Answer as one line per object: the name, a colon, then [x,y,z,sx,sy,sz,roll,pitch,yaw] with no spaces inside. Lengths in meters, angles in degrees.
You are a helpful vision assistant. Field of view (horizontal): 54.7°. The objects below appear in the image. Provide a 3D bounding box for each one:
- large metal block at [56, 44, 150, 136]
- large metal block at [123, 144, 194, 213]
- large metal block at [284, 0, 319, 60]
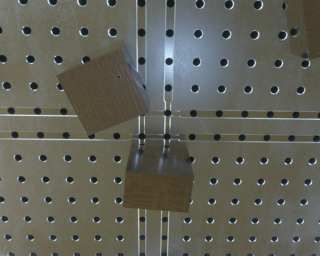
large metal block: [-0.065,-0.047,0.382,0.080,0.050,0.080,-21,109,7]
large metal block: [-0.003,0.063,0.408,0.081,0.080,0.050,6,110,-3]
large metal block: [0.195,-0.131,0.355,0.080,0.050,0.080,-16,110,5]
